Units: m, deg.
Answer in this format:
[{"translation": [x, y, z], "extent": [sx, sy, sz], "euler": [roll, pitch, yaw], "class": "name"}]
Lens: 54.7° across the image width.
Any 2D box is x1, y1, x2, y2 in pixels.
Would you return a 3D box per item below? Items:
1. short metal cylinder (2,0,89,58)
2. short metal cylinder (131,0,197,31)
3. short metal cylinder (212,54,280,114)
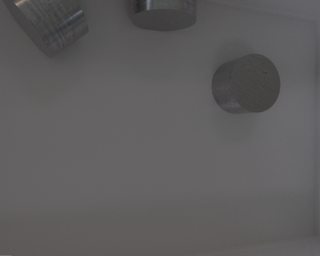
[{"translation": [-0.124, -0.124, 0.335], "extent": [0.050, 0.080, 0.080], "euler": [-41, 103, -15], "class": "short metal cylinder"}, {"translation": [0.005, -0.157, 0.383], "extent": [0.081, 0.080, 0.050], "euler": [0, 90, -20], "class": "short metal cylinder"}, {"translation": [0.122, -0.061, 0.442], "extent": [0.081, 0.050, 0.080], "euler": [0, 90, -20], "class": "short metal cylinder"}]
